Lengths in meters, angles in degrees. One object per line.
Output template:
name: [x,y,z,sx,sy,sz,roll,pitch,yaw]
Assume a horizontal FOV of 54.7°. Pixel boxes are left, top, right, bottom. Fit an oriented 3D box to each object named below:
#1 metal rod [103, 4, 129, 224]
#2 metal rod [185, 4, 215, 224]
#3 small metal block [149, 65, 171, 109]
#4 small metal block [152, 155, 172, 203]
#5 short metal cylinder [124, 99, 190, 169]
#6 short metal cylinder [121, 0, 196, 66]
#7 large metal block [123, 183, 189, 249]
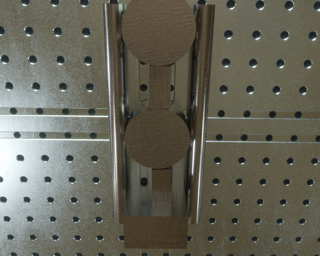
metal rod: [-0.056,-0.004,0.410,0.025,0.025,0.298,1,110,0]
metal rod: [0.050,-0.004,0.411,0.025,0.025,0.298,1,110,0]
small metal block: [0.000,-0.055,0.378,0.025,0.050,0.050,1,110,0]
small metal block: [0.002,0.067,0.424,0.025,0.050,0.050,0,110,0]
short metal cylinder: [-0.003,0.006,0.402,0.081,0.050,0.079,0,110,0]
short metal cylinder: [-0.001,-0.116,0.357,0.081,0.050,0.079,0,110,0]
large metal block: [-0.005,0.118,0.427,0.081,0.080,0.050,1,110,-1]
